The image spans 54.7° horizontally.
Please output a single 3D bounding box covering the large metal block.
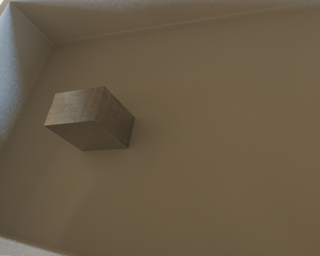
[{"bbox_3d":[-0.093,-0.009,0.423,0.080,0.080,0.050,-5,60,25],"label":"large metal block"}]
